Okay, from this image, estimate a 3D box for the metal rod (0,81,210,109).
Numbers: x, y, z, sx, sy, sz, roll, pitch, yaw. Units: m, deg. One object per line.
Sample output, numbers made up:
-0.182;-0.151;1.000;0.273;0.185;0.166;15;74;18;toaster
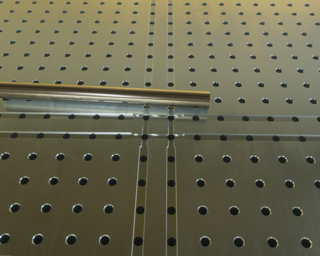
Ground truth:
-0.081;-0.047;0.447;0.301;0.025;0.025;3;50;2;metal rod
